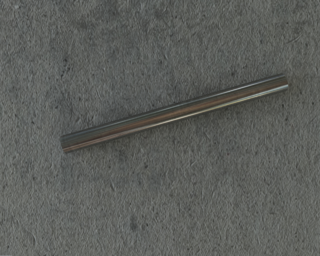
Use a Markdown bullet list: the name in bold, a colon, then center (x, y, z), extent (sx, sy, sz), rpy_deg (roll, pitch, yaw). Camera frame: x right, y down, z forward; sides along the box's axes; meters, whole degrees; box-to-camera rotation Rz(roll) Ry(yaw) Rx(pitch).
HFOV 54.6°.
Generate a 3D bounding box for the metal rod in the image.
- **metal rod**: center (0.019, -0.019, 0.410), extent (0.301, 0.025, 0.025), rpy_deg (-16, 90, 0)
